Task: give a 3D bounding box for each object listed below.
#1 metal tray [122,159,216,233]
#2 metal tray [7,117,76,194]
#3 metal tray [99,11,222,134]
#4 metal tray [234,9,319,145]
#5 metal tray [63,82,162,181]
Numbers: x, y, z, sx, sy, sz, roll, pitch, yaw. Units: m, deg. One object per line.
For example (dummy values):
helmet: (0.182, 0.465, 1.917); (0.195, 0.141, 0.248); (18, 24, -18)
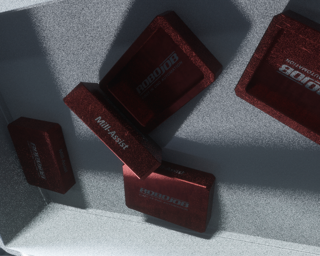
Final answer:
metal tray: (0.011, 0.095, 0.457); (0.130, 0.030, 0.089); (13, 124, 20)
metal tray: (-0.204, 0.049, 0.541); (0.090, 0.030, 0.129); (9, 123, 22)
metal tray: (-0.004, -0.060, 0.368); (0.090, 0.030, 0.129); (47, 129, -6)
metal tray: (0.148, -0.040, 0.289); (0.130, 0.030, 0.089); (34, 129, 16)
metal tray: (-0.053, 0.000, 0.391); (0.030, 0.090, 0.130); (-43, 95, 6)
